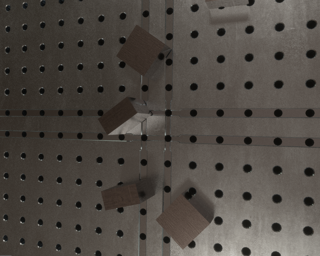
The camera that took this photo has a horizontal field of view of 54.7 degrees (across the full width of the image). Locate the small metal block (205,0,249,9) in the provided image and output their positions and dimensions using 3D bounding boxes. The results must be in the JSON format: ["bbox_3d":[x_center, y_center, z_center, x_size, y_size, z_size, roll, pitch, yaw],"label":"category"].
[{"bbox_3d":[0.084,-0.179,0.383,0.050,0.025,0.050,1,90,19],"label":"small metal block"}]

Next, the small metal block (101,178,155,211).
[{"bbox_3d":[-0.042,0.087,0.413,0.050,0.050,0.025,-16,85,19],"label":"small metal block"}]

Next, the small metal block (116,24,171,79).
[{"bbox_3d":[-0.022,-0.102,0.419,0.050,0.025,0.050,39,102,15],"label":"small metal block"}]

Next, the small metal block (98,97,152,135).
[{"bbox_3d":[-0.046,-0.015,0.414,0.050,0.050,0.025,-35,79,16],"label":"small metal block"}]

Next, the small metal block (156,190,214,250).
[{"bbox_3d":[0.032,0.118,0.401,0.050,0.025,0.050,45,104,14],"label":"small metal block"}]
